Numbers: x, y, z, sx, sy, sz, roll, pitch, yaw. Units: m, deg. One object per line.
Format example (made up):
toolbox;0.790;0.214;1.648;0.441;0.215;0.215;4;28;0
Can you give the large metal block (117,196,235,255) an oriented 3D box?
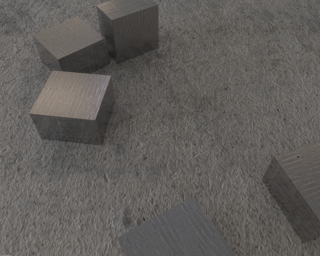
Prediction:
large metal block;0.018;0.124;0.283;0.081;0.050;0.080;-24;54;-19

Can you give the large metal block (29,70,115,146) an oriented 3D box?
large metal block;-0.110;-0.028;0.409;0.080;0.050;0.080;6;50;5

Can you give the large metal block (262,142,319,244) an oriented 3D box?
large metal block;0.173;0.065;0.334;0.081;0.050;0.080;-15;52;-12

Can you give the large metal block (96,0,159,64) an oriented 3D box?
large metal block;-0.050;-0.163;0.504;0.081;0.080;0.050;-27;55;-21

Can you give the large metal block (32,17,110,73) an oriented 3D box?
large metal block;-0.139;-0.123;0.490;0.080;0.050;0.080;-34;58;-25
